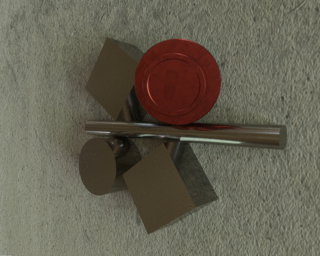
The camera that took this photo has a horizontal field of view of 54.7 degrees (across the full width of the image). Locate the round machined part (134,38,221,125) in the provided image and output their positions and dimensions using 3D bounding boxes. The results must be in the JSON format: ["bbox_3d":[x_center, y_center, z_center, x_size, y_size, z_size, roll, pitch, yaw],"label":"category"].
[{"bbox_3d":[0.018,-0.050,0.348,0.098,0.042,0.097,3,105,11],"label":"round machined part"}]

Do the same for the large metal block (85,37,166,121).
[{"bbox_3d":[-0.048,-0.065,0.424,0.080,0.050,0.080,44,116,31],"label":"large metal block"}]

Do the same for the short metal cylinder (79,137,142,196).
[{"bbox_3d":[-0.072,0.053,0.447,0.080,0.050,0.079,0,90,39],"label":"short metal cylinder"}]

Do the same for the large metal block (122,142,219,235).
[{"bbox_3d":[0.011,0.071,0.379,0.080,0.050,0.080,-40,66,32],"label":"large metal block"}]

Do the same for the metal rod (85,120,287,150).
[{"bbox_3d":[0.006,0.004,0.401,0.300,0.025,0.025,3,92,39],"label":"metal rod"}]
